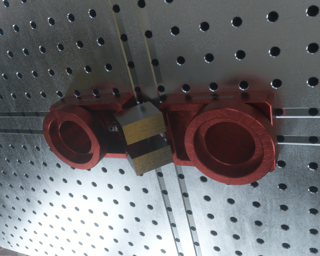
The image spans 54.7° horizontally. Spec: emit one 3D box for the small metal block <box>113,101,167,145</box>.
[{"bbox_3d":[-0.026,-0.008,0.386,0.050,0.050,0.025,-135,28,-61],"label":"small metal block"}]

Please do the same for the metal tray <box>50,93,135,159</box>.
[{"bbox_3d":[-0.090,-0.001,0.456,0.130,0.030,0.089,-1,120,28],"label":"metal tray"}]

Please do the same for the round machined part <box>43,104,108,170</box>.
[{"bbox_3d":[-0.117,0.009,0.451,0.098,0.042,0.097,13,124,21],"label":"round machined part"}]

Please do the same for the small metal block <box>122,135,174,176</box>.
[{"bbox_3d":[-0.017,0.032,0.404,0.050,0.050,0.025,-135,28,-61],"label":"small metal block"}]

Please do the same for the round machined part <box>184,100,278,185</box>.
[{"bbox_3d":[0.081,0.013,0.349,0.098,0.042,0.097,13,124,21],"label":"round machined part"}]

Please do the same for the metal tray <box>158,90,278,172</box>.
[{"bbox_3d":[0.070,0.004,0.374,0.130,0.030,0.089,1,119,27],"label":"metal tray"}]
